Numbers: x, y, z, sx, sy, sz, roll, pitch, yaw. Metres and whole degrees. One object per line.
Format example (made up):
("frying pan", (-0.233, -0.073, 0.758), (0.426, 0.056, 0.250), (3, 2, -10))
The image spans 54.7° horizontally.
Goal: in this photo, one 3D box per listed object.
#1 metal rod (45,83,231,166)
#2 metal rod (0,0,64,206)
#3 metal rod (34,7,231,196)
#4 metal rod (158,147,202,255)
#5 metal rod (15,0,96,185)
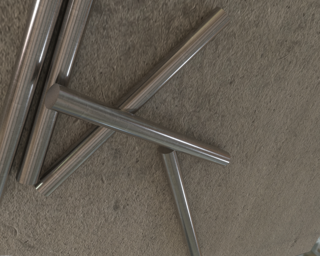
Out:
("metal rod", (0.001, 0.010, 0.390), (0.302, 0.025, 0.025), (21, 107, -44))
("metal rod", (-0.141, -0.031, 0.311), (0.025, 0.025, 0.298), (12, 112, -34))
("metal rod", (-0.034, -0.030, 0.370), (0.300, 0.025, 0.025), (-44, 130, 2))
("metal rod", (0.041, 0.143, 0.519), (0.025, 0.025, 0.298), (-25, 128, -13))
("metal rod", (-0.097, -0.070, 0.311), (0.025, 0.025, 0.298), (11, 113, -33))
